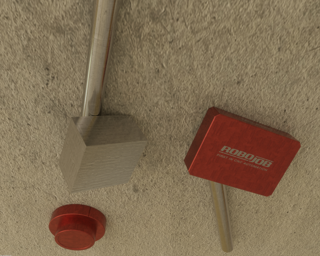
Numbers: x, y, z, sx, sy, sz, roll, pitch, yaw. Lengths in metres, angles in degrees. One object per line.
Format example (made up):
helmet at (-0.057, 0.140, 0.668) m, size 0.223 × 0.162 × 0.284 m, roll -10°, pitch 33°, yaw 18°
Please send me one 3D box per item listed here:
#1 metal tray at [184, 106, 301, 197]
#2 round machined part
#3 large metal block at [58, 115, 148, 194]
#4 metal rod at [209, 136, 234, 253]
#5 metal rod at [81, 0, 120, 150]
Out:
metal tray at (0.109, 0.034, 0.417) m, size 0.131 × 0.030 × 0.089 m, roll 18°, pitch 109°, yaw -15°
round machined part at (-0.147, 0.181, 0.548) m, size 0.099 × 0.042 × 0.097 m, roll -1°, pitch 130°, yaw 0°
large metal block at (-0.073, 0.031, 0.391) m, size 0.081 × 0.050 × 0.079 m, roll -4°, pitch 133°, yaw -38°
metal rod at (0.099, 0.122, 0.512) m, size 0.025 × 0.025 × 0.298 m, roll -10°, pitch 130°, yaw 8°
metal rod at (-0.080, -0.039, 0.373) m, size 0.025 × 0.025 × 0.298 m, roll 11°, pitch 129°, yaw -10°
